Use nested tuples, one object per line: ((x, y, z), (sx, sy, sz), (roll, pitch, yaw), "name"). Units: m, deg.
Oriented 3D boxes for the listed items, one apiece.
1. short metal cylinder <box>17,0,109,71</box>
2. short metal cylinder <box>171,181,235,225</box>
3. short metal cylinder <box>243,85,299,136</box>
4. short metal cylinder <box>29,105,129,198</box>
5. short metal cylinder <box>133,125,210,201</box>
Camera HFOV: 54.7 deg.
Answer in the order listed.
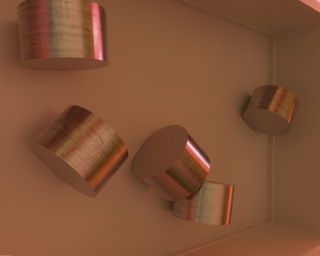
((-0.091, -0.085, 0.296), (0.081, 0.080, 0.050), (-5, 94, -40), "short metal cylinder")
((0.058, 0.097, 0.422), (0.081, 0.080, 0.050), (13, 82, -40), "short metal cylinder")
((0.191, -0.029, 0.534), (0.080, 0.080, 0.050), (43, 64, -32), "short metal cylinder")
((-0.079, 0.024, 0.306), (0.050, 0.080, 0.080), (-52, 121, -28), "short metal cylinder")
((0.014, 0.042, 0.385), (0.050, 0.080, 0.080), (48, 61, -30), "short metal cylinder")
